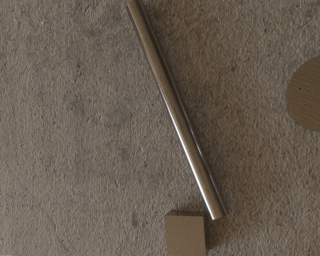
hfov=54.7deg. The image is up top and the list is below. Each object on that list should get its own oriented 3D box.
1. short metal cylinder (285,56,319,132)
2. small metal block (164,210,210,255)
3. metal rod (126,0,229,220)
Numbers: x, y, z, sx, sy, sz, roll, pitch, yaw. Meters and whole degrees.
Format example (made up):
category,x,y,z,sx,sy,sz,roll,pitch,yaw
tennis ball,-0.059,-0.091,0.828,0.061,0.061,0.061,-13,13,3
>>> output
category,x,y,z,sx,sy,sz,roll,pitch,yaw
short metal cylinder,0.179,-0.035,0.333,0.080,0.050,0.079,0,90,20
small metal block,0.035,0.134,0.397,0.050,0.025,0.050,-4,89,20
metal rod,0.020,-0.030,0.401,0.025,0.025,0.299,-24,82,18
